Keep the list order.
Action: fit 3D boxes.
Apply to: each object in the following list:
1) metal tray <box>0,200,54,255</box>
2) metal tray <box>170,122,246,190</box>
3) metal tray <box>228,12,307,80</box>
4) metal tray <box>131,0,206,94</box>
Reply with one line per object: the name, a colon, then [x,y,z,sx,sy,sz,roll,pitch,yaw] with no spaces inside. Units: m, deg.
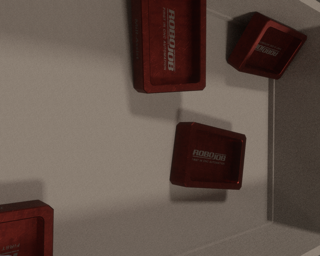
metal tray: [-0.162,0.117,0.267,0.131,0.030,0.089,1,89,-40]
metal tray: [0.078,0.045,0.470,0.131,0.030,0.090,12,82,-40]
metal tray: [0.185,-0.135,0.530,0.131,0.030,0.089,1,127,-40]
metal tray: [0.013,-0.111,0.391,0.091,0.030,0.129,-7,102,-26]
